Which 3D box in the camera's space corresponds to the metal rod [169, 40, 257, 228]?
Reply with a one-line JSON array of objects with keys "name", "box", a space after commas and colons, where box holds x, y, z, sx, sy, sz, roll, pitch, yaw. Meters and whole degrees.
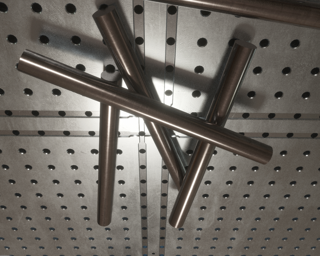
[{"name": "metal rod", "box": [0.060, 0.030, 0.416, 0.025, 0.025, 0.298, 10, 123, -9]}]

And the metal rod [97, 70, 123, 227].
[{"name": "metal rod", "box": [-0.077, 0.051, 0.454, 0.025, 0.025, 0.298, 6, 130, -6]}]

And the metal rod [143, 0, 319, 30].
[{"name": "metal rod", "box": [0.048, -0.128, 0.303, 0.302, 0.025, 0.025, 7, 130, -7]}]

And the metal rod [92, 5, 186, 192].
[{"name": "metal rod", "box": [-0.008, -0.010, 0.402, 0.025, 0.025, 0.299, -15, 129, 12]}]

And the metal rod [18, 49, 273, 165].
[{"name": "metal rod", "box": [-0.005, -0.019, 0.355, 0.302, 0.025, 0.025, 21, 127, -12]}]
